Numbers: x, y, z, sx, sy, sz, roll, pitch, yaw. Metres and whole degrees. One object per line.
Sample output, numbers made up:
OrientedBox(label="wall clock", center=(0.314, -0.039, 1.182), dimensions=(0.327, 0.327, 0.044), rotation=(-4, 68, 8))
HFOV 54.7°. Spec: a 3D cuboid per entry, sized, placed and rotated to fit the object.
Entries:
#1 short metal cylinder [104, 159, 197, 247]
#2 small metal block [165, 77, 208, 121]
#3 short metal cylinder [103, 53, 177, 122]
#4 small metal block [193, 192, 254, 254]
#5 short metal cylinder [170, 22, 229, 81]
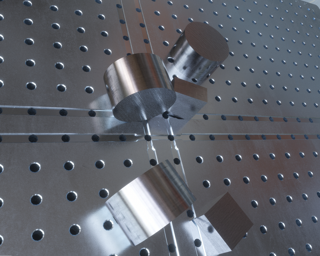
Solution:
OrientedBox(label="short metal cylinder", center=(-0.010, 0.076, 0.321), dimensions=(0.081, 0.080, 0.050), rotation=(-28, 78, -37))
OrientedBox(label="small metal block", center=(0.031, -0.040, 0.433), dimensions=(0.050, 0.050, 0.025), rotation=(17, 55, -19))
OrientedBox(label="short metal cylinder", center=(-0.025, -0.049, 0.389), dimensions=(0.081, 0.080, 0.050), rotation=(-5, 64, -31))
OrientedBox(label="small metal block", center=(0.078, 0.115, 0.380), dimensions=(0.050, 0.025, 0.050), rotation=(-31, 79, -38))
OrientedBox(label="short metal cylinder", center=(0.064, -0.124, 0.502), dimensions=(0.081, 0.050, 0.080), rotation=(14, 56, -21))
